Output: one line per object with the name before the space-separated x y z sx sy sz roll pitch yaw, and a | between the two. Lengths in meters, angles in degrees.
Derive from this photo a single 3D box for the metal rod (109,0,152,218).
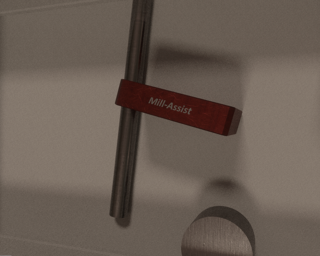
metal rod | -0.041 -0.027 0.423 0.025 0.025 0.298 7 92 19

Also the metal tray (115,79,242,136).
metal tray | 0.025 -0.024 0.366 0.130 0.090 0.030 17 96 19

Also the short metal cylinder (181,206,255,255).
short metal cylinder | 0.071 0.140 0.372 0.080 0.050 0.079 0 90 19
